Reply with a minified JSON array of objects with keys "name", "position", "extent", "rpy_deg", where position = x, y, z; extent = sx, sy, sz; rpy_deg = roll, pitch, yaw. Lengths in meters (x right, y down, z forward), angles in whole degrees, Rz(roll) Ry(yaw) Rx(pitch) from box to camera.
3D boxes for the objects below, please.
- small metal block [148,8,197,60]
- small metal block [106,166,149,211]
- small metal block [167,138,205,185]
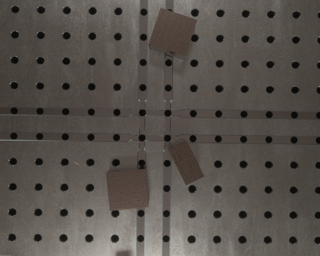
[{"name":"small metal block","position":[0.017,-0.125,0.414],"extent":[0.050,0.025,0.050],"rpy_deg":[18,90,-1]},{"name":"small metal block","position":[-0.042,0.080,0.413],"extent":[0.050,0.025,0.050],"rpy_deg":[-6,90,-1]},{"name":"small metal block","position":[0.032,0.042,0.401],"extent":[0.025,0.050,0.050],"rpy_deg":[-26,90,0]}]
